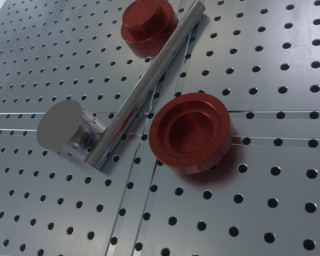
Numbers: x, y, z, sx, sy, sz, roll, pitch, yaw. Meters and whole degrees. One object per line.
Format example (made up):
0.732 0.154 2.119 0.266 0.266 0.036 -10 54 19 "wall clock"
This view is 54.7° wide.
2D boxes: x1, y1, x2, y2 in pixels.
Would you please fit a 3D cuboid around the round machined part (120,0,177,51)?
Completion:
-0.024 -0.182 0.522 0.098 0.042 0.098 -13 56 21 "round machined part"

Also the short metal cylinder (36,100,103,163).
-0.133 0.005 0.459 0.080 0.050 0.080 -13 56 21 "short metal cylinder"

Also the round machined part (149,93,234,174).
0.040 0.009 0.371 0.098 0.042 0.098 -13 56 21 "round machined part"

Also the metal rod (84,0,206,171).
-0.016 -0.071 0.459 0.025 0.025 0.300 22 73 36 "metal rod"
